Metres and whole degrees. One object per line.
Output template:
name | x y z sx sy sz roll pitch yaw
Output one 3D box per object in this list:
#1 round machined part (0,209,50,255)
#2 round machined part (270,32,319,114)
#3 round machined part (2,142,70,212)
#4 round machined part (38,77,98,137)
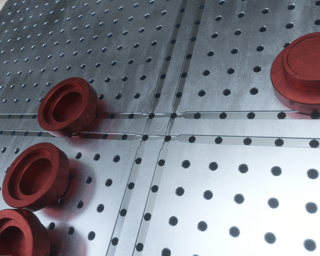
round machined part | -0.179 0.152 0.389 0.098 0.042 0.098 -7 74 25
round machined part | 0.175 -0.068 0.348 0.098 0.042 0.098 -13 56 21
round machined part | -0.169 0.073 0.441 0.098 0.042 0.098 -14 53 19
round machined part | -0.140 -0.029 0.490 0.098 0.042 0.098 -13 56 21
